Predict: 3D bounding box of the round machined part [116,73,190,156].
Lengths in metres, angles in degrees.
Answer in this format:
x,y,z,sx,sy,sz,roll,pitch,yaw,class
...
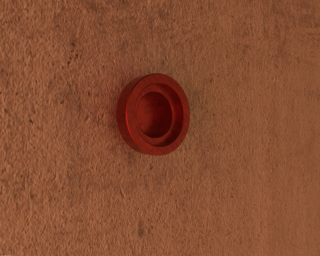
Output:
x,y,z,sx,sy,sz,roll,pitch,yaw,class
-0.012,-0.016,0.382,0.099,0.042,0.097,0,90,-40,round machined part
